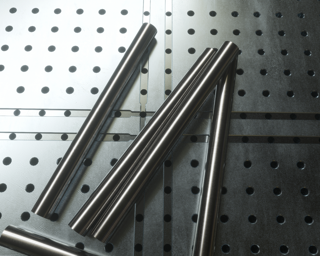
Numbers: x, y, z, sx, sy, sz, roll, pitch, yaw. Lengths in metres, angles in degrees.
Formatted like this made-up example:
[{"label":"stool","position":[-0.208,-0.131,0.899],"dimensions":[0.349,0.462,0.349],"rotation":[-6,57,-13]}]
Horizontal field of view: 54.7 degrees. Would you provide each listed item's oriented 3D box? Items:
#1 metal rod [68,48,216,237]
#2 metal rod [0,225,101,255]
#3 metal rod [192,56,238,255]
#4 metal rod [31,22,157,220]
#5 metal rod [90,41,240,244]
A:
[{"label":"metal rod","position":[-0.011,0.007,0.409],"dimensions":[0.025,0.025,0.300],"rotation":[34,73,11]},{"label":"metal rod","position":[-0.037,0.169,0.349],"dimensions":[0.301,0.025,0.025],"rotation":[17,71,5]},{"label":"metal rod","position":[0.075,0.025,0.403],"dimensions":[0.025,0.025,0.299],"rotation":[10,70,3]},{"label":"metal rod","position":[-0.079,-0.023,0.418],"dimensions":[0.025,0.025,0.300],"rotation":[24,71,8]},{"label":"metal rod","position":[0.013,0.009,0.394],"dimensions":[0.025,0.025,0.300],"rotation":[33,78,11]}]
